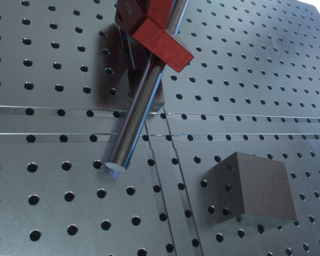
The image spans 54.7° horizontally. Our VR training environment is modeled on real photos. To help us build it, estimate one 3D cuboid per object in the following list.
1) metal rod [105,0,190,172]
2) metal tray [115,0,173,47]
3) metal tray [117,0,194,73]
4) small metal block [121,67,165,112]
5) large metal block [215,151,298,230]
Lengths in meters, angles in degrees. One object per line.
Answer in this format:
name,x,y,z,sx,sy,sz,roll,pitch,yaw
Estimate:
metal rod,-0.006,-0.082,0.414,0.025,0.025,0.300,26,63,-13
metal tray,-0.025,-0.173,0.424,0.030,0.089,0.130,1,30,-26
metal tray,-0.010,-0.139,0.435,0.090,0.030,0.130,32,23,-33
small metal block,-0.024,-0.052,0.429,0.050,0.025,0.050,6,59,-26
large metal block,0.124,0.084,0.410,0.081,0.050,0.080,14,56,-21
